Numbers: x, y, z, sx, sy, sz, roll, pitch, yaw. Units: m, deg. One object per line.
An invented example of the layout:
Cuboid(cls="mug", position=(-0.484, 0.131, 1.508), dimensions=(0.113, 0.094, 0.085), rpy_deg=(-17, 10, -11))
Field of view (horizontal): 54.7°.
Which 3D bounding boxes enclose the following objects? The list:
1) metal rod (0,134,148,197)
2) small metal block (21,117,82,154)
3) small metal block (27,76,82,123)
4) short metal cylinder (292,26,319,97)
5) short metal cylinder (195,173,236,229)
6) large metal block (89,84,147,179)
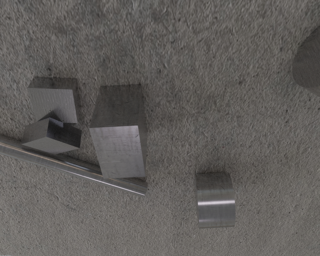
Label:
Cuboid(cls="metal rod", position=(-0.159, 0.045, 0.443), dimensions=(0.302, 0.025, 0.025), rpy_deg=(21, 127, -18))
Cuboid(cls="small metal block", position=(-0.138, 0.012, 0.397), dimensions=(0.050, 0.025, 0.050), rpy_deg=(-14, 153, 33))
Cuboid(cls="small metal block", position=(-0.126, -0.034, 0.377), dimensions=(0.050, 0.025, 0.050), rpy_deg=(2, 130, -2))
Cuboid(cls="short metal cylinder", position=(0.186, -0.067, 0.316), dimensions=(0.050, 0.080, 0.080), rpy_deg=(24, 126, -19))
Cuboid(cls="short metal cylinder", position=(0.080, 0.108, 0.464), dimensions=(0.050, 0.080, 0.080), rpy_deg=(-4, 130, 3))
Cuboid(cls="large metal block", position=(-0.045, 0.003, 0.373), dimensions=(0.050, 0.080, 0.080), rpy_deg=(-3, 130, 2))
